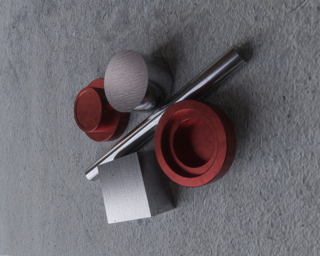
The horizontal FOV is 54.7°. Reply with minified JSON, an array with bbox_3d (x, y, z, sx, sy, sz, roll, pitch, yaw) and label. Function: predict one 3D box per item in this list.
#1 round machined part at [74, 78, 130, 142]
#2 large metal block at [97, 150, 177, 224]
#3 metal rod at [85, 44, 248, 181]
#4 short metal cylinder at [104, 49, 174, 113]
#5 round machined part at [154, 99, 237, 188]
[{"bbox_3d":[-0.095,-0.027,0.473,0.098,0.042,0.097,0,90,40],"label":"round machined part"},{"bbox_3d":[-0.033,0.079,0.418,0.080,0.050,0.080,-22,76,38],"label":"large metal block"},{"bbox_3d":[-0.011,-0.003,0.417,0.299,0.025,0.025,-38,67,33],"label":"metal rod"},{"bbox_3d":[-0.029,-0.060,0.413,0.080,0.050,0.079,0,90,40],"label":"short metal cylinder"},{"bbox_3d":[0.044,0.017,0.359,0.098,0.042,0.097,0,90,40],"label":"round machined part"}]
